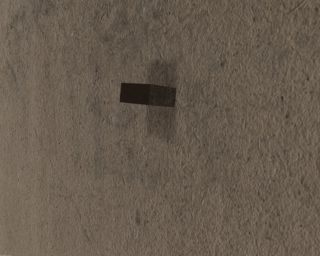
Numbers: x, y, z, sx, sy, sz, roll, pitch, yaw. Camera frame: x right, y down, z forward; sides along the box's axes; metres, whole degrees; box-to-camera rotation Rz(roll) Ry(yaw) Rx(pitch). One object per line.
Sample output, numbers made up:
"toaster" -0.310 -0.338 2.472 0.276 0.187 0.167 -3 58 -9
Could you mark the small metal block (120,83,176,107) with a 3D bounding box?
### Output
"small metal block" -0.015 -0.042 0.399 0.050 0.050 0.025 9 96 39
